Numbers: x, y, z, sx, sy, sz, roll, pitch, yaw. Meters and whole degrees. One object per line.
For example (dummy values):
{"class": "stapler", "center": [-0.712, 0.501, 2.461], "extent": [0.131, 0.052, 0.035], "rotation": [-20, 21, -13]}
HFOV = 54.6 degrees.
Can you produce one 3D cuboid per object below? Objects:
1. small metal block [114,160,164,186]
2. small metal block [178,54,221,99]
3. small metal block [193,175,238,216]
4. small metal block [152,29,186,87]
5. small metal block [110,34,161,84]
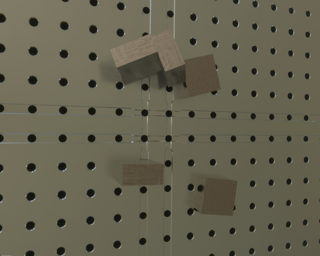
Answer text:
{"class": "small metal block", "center": [-0.028, 0.055, 0.389], "extent": [0.050, 0.050, 0.025], "rotation": [2, 90, -20]}
{"class": "small metal block", "center": [0.052, -0.071, 0.431], "extent": [0.050, 0.025, 0.050], "rotation": [-16, 96, -20]}
{"class": "small metal block", "center": [0.079, 0.096, 0.441], "extent": [0.050, 0.025, 0.050], "rotation": [9, 87, -20]}
{"class": "small metal block", "center": [0.012, -0.087, 0.393], "extent": [0.025, 0.050, 0.050], "rotation": [-21, 75, 0]}
{"class": "small metal block", "center": [-0.027, -0.083, 0.379], "extent": [0.050, 0.050, 0.025], "rotation": [-22, 75, 0]}
